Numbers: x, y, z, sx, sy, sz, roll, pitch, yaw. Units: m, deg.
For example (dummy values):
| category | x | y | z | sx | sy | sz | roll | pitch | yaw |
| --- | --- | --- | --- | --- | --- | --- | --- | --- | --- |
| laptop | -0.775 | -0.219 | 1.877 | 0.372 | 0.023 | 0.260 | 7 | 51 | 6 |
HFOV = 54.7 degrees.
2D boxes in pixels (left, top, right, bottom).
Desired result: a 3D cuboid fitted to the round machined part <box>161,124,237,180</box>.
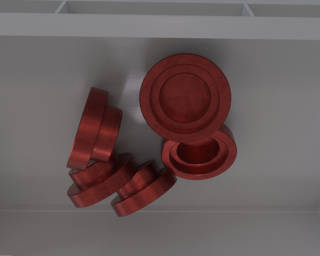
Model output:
| category | x | y | z | sx | sy | sz | roll | pitch | yaw |
| --- | --- | --- | --- | --- | --- | --- | --- | --- | --- |
| round machined part | 0.050 | 0.023 | 0.418 | 0.099 | 0.042 | 0.097 | 0 | 130 | 0 |

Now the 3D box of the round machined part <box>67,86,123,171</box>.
| category | x | y | z | sx | sy | sz | roll | pitch | yaw |
| --- | --- | --- | --- | --- | --- | --- | --- | --- | --- |
| round machined part | -0.074 | 0.004 | 0.364 | 0.042 | 0.098 | 0.097 | 17 | 128 | -14 |

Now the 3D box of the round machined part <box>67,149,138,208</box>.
| category | x | y | z | sx | sy | sz | roll | pitch | yaw |
| --- | --- | --- | --- | --- | --- | --- | --- | --- | --- |
| round machined part | -0.082 | 0.059 | 0.417 | 0.098 | 0.098 | 0.042 | -25 | 102 | 20 |

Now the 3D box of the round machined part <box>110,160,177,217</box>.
| category | x | y | z | sx | sy | sz | roll | pitch | yaw |
| --- | --- | --- | --- | --- | --- | --- | --- | --- | --- |
| round machined part | -0.028 | 0.080 | 0.440 | 0.098 | 0.098 | 0.042 | -31 | 91 | 23 |

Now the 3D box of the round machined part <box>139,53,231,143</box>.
| category | x | y | z | sx | sy | sz | roll | pitch | yaw |
| --- | --- | --- | --- | --- | --- | --- | --- | --- | --- |
| round machined part | 0.028 | -0.036 | 0.352 | 0.099 | 0.042 | 0.097 | 1 | 106 | 5 |
